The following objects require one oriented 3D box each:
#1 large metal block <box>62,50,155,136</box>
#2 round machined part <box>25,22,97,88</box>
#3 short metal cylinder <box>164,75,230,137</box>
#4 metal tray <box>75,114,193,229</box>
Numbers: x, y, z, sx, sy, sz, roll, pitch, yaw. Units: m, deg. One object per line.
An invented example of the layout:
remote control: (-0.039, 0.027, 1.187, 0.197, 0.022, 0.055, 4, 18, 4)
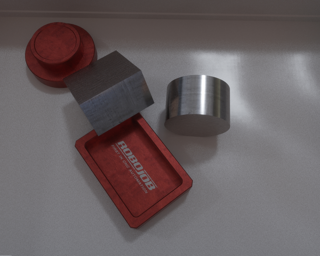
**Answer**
large metal block: (-0.067, -0.047, 0.394, 0.080, 0.050, 0.080, -32, 41, -11)
round machined part: (-0.142, -0.109, 0.439, 0.099, 0.042, 0.098, 0, 70, -1)
short metal cylinder: (0.047, -0.025, 0.390, 0.081, 0.080, 0.050, 4, 70, 1)
metal tray: (-0.033, 0.047, 0.389, 0.090, 0.030, 0.130, -35, 74, -12)
